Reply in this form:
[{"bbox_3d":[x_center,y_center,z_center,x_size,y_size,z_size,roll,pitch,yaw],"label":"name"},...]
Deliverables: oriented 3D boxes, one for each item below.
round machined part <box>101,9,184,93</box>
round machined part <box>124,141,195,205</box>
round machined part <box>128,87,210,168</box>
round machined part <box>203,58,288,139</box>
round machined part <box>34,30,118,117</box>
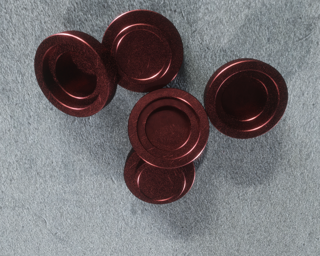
[{"bbox_3d":[-0.021,-0.089,0.368,0.099,0.042,0.097,0,110,-1],"label":"round machined part"},{"bbox_3d":[-0.001,0.064,0.425,0.099,0.042,0.097,0,110,-1],"label":"round machined part"},{"bbox_3d":[0.010,0.000,0.391,0.099,0.042,0.097,0,87,-3],"label":"round machined part"},{"bbox_3d":[0.104,-0.039,0.389,0.099,0.042,0.097,0,110,-1],"label":"round machined part"},{"bbox_3d":[-0.094,-0.065,0.365,0.098,0.042,0.097,10,119,18],"label":"round machined part"}]
